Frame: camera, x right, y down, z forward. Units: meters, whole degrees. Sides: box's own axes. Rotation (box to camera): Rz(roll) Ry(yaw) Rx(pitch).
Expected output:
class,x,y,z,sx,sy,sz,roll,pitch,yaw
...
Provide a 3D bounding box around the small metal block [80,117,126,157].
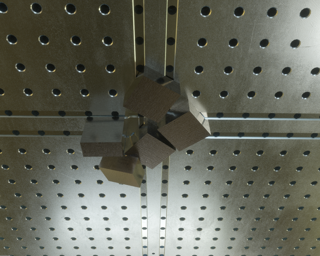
class,x,y,z,sx,sy,sz,roll,pitch,yaw
small metal block,-0.072,0.011,0.403,0.050,0.050,0.025,-1,130,0

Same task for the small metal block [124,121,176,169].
class,x,y,z,sx,sy,sz,roll,pitch,yaw
small metal block,-0.014,0.025,0.433,0.050,0.025,0.050,33,122,-25

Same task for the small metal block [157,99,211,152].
class,x,y,z,sx,sy,sz,roll,pitch,yaw
small metal block,0.031,-0.002,0.410,0.050,0.025,0.050,-30,124,23

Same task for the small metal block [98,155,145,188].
class,x,y,z,sx,sy,sz,roll,pitch,yaw
small metal block,-0.053,0.060,0.444,0.050,0.025,0.050,9,150,15

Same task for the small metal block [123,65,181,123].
class,x,y,z,sx,sy,sz,roll,pitch,yaw
small metal block,-0.010,-0.040,0.377,0.050,0.025,0.050,25,126,-20
